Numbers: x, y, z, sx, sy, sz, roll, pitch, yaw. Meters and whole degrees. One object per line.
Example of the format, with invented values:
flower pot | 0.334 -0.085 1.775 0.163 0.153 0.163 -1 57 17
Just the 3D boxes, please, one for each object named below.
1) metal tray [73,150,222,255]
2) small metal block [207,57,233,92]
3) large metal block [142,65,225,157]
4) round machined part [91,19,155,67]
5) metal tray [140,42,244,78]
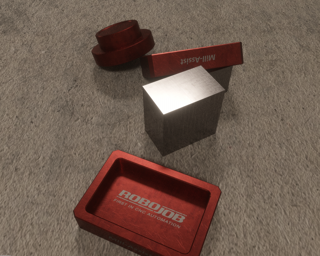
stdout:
metal tray | -0.011 0.084 0.328 0.130 0.030 0.090 19 52 14
small metal block | 0.073 -0.071 0.448 0.050 0.050 0.025 -19 52 -16
large metal block | 0.027 -0.020 0.385 0.081 0.080 0.050 -23 54 -18
round machined part | -0.061 -0.137 0.483 0.098 0.042 0.098 -14 31 9
metal tray | 0.042 -0.099 0.451 0.131 0.030 0.090 -10 13 -9
